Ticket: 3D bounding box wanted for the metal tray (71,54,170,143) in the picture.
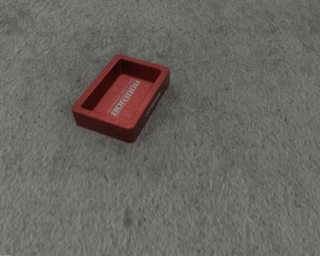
[{"bbox_3d":[-0.051,-0.047,0.439,0.090,0.030,0.130,18,52,14],"label":"metal tray"}]
